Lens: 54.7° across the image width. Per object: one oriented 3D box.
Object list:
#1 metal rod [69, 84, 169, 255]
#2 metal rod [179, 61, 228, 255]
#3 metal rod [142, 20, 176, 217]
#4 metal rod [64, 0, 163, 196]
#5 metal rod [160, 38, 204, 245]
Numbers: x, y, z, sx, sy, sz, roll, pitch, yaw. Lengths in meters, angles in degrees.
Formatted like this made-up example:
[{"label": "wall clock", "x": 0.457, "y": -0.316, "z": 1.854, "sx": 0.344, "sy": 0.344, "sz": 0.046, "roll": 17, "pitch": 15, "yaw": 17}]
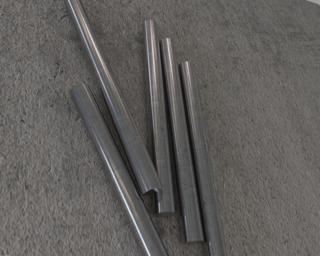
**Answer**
[{"label": "metal rod", "x": -0.032, "y": 0.080, "z": 0.337, "sx": 0.025, "sy": 0.025, "sz": 0.299, "roll": -16, "pitch": 70, "yaw": -34}, {"label": "metal rod", "x": 0.053, "y": 0.035, "z": 0.410, "sx": 0.025, "sy": 0.025, "sz": 0.299, "roll": 9, "pitch": 58, "yaw": -24}, {"label": "metal rod", "x": -0.006, "y": -0.033, "z": 0.420, "sx": 0.025, "sy": 0.025, "sz": 0.299, "roll": 9, "pitch": 58, "yaw": -23}, {"label": "metal rod", "x": -0.067, "y": -0.057, "z": 0.392, "sx": 0.025, "sy": 0.025, "sz": 0.299, "roll": -11, "pitch": 64, "yaw": -33}, {"label": "metal rod", "x": 0.024, "y": -0.003, "z": 0.417, "sx": 0.025, "sy": 0.025, "sz": 0.299, "roll": 8, "pitch": 58, "yaw": -24}]
